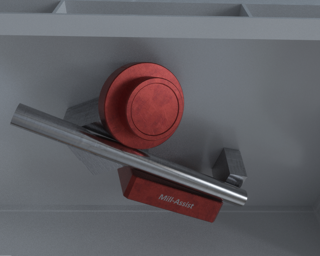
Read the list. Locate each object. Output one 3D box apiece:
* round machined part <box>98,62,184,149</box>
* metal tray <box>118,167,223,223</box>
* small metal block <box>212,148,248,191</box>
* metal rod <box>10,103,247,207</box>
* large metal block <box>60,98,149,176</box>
[{"bbox_3d":[-0.014,-0.023,0.342,0.099,0.042,0.097,-7,104,-28],"label":"round machined part"},{"bbox_3d":[0.011,0.080,0.428,0.131,0.090,0.030,20,100,-18],"label":"metal tray"},{"bbox_3d":[0.099,0.066,0.448,0.025,0.050,0.050,11,129,-10],"label":"small metal block"},{"bbox_3d":[-0.020,0.040,0.374,0.302,0.025,0.025,23,126,-19],"label":"metal rod"},{"bbox_3d":[-0.067,0.008,0.396,0.080,0.050,0.080,-18,128,14],"label":"large metal block"}]
